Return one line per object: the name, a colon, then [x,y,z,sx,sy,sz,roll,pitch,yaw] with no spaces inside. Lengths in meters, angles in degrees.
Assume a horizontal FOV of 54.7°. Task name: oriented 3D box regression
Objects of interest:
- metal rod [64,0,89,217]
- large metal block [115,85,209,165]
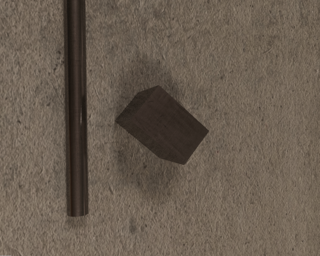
metal rod: [-0.101,-0.046,0.372,0.025,0.025,0.298,-1,90,-20]
large metal block: [-0.001,-0.003,0.380,0.080,0.080,0.050,41,77,-16]
